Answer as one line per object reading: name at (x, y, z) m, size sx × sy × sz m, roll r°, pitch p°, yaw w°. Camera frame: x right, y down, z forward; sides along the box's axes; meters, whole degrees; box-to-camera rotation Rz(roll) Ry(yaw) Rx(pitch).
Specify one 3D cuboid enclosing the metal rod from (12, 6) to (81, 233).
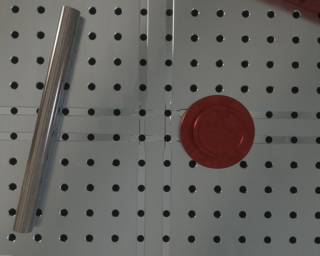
metal rod at (-0.150, -0.011, 0.411) m, size 0.025 × 0.025 × 0.298 m, roll 12°, pitch 90°, yaw -1°

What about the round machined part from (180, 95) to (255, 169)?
round machined part at (0.076, 0.005, 0.406) m, size 0.099 × 0.042 × 0.097 m, roll 0°, pitch 90°, yaw -1°

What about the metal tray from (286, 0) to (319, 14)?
metal tray at (0.199, -0.214, 0.413) m, size 0.131 × 0.030 × 0.090 m, roll 22°, pitch 90°, yaw -1°
